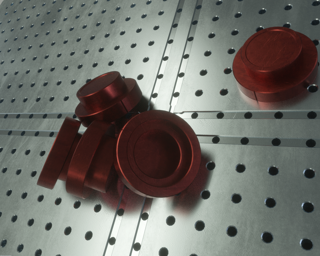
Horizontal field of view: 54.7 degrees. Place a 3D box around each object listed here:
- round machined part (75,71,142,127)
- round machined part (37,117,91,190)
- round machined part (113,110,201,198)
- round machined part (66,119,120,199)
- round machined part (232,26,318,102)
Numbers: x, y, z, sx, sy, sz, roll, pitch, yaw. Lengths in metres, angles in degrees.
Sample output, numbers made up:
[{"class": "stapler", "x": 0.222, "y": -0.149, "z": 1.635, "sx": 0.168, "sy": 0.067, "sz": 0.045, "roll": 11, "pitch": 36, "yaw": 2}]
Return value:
[{"class": "round machined part", "x": -0.078, "y": -0.046, "z": 0.441, "sx": 0.098, "sy": 0.042, "sz": 0.098, "roll": -20, "pitch": 29, "yaw": 12}, {"class": "round machined part", "x": -0.125, "y": 0.037, "z": 0.417, "sx": 0.097, "sy": 0.042, "sz": 0.098, "roll": -58, "pitch": 17, "yaw": 30}, {"class": "round machined part", "x": -0.006, "y": 0.031, "z": 0.358, "sx": 0.042, "sy": 0.098, "sz": 0.098, "roll": -36, "pitch": 31, "yaw": 66}, {"class": "round machined part", "x": -0.073, "y": 0.041, "z": 0.382, "sx": 0.042, "sy": 0.098, "sz": 0.098, "roll": 20, "pitch": 69, "yaw": 3}, {"class": "round machined part", "x": 0.137, "y": -0.083, "z": 0.376, "sx": 0.098, "sy": 0.042, "sz": 0.098, "roll": -13, "pitch": 56, "yaw": 20}]
